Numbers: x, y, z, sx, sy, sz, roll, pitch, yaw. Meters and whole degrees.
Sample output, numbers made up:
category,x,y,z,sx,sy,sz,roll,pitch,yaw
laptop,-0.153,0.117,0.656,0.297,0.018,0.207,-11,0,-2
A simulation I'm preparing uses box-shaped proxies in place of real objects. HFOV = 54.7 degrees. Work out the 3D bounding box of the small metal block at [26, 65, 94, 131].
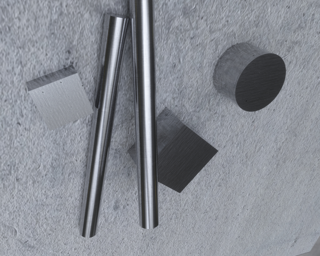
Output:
category,x,y,z,sx,sy,sz,roll,pitch,yaw
small metal block,-0.106,-0.032,0.330,0.050,0.025,0.050,-25,128,-14

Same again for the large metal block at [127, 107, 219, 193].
category,x,y,z,sx,sy,sz,roll,pitch,yaw
large metal block,0.018,0.031,0.422,0.080,0.050,0.080,-49,129,6

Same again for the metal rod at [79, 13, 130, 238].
category,x,y,z,sx,sy,sz,roll,pitch,yaw
metal rod,-0.073,0.017,0.378,0.025,0.025,0.298,-2,119,-28

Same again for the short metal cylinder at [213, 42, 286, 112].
category,x,y,z,sx,sy,sz,roll,pitch,yaw
short metal cylinder,0.119,-0.068,0.416,0.081,0.050,0.079,-14,125,-21

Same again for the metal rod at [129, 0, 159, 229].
category,x,y,z,sx,sy,sz,roll,pitch,yaw
metal rod,-0.016,-0.022,0.344,0.025,0.025,0.298,-9,110,-24
